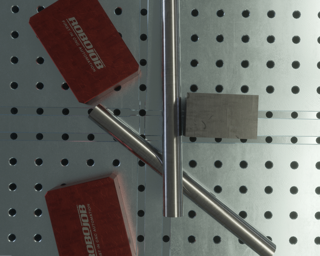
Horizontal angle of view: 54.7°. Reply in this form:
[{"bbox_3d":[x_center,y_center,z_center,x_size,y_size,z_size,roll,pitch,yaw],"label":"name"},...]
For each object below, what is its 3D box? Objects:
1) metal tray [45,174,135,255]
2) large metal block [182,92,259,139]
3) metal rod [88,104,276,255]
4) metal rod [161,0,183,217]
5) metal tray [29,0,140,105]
[{"bbox_3d":[-0.089,0.134,0.410,0.091,0.030,0.129,-14,90,-1],"label":"metal tray"},{"bbox_3d":[0.070,-0.014,0.387,0.081,0.080,0.050,2,90,-1],"label":"large metal block"},{"bbox_3d":[0.030,0.071,0.413,0.300,0.025,0.025,39,90,-1],"label":"metal rod"},{"bbox_3d":[0.015,-0.040,0.398,0.025,0.025,0.298,-1,84,-1],"label":"metal rod"},{"bbox_3d":[-0.097,-0.107,0.410,0.090,0.030,0.130,-32,90,-1],"label":"metal tray"}]
